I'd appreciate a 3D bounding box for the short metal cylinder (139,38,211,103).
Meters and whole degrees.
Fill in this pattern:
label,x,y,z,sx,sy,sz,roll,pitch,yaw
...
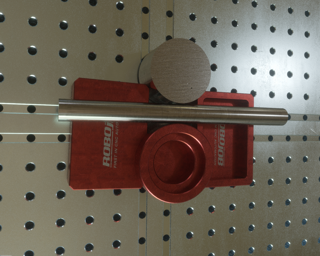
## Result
label,x,y,z,sx,sy,sz,roll,pitch,yaw
short metal cylinder,0.018,-0.070,0.402,0.081,0.050,0.079,0,90,-20

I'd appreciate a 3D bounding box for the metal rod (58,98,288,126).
label,x,y,z,sx,sy,sz,roll,pitch,yaw
metal rod,0.032,-0.018,0.388,0.303,0.025,0.025,1,90,-20

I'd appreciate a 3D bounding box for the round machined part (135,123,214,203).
label,x,y,z,sx,sy,sz,roll,pitch,yaw
round machined part,0.015,0.043,0.396,0.099,0.042,0.097,0,90,-20

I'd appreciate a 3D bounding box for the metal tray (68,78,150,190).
label,x,y,z,sx,sy,sz,roll,pitch,yaw
metal tray,-0.063,0.008,0.382,0.091,0.030,0.129,3,89,-20

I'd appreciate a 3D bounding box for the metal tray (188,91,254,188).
label,x,y,z,sx,sy,sz,roll,pitch,yaw
metal tray,0.086,0.016,0.437,0.091,0.030,0.129,1,90,-20
